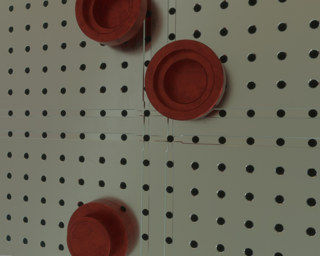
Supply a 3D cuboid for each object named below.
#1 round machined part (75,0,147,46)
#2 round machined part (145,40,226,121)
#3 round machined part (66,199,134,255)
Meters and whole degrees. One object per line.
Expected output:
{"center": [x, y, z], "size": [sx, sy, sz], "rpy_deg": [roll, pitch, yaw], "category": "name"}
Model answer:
{"center": [-0.063, -0.162, 0.426], "size": [0.098, 0.042, 0.097], "rpy_deg": [0, 90, 20], "category": "round machined part"}
{"center": [0.034, -0.058, 0.392], "size": [0.098, 0.042, 0.097], "rpy_deg": [0, 90, 19], "category": "round machined part"}
{"center": [-0.090, 0.154, 0.436], "size": [0.098, 0.042, 0.097], "rpy_deg": [0, 90, 20], "category": "round machined part"}
